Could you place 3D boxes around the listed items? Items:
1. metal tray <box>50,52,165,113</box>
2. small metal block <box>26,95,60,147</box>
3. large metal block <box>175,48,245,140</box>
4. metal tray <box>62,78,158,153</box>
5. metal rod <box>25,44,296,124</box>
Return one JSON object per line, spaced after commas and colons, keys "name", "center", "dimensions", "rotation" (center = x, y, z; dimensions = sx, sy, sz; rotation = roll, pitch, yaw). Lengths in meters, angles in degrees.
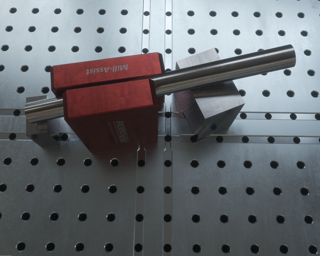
{"name": "metal tray", "center": [-0.060, -0.052, 0.395], "dimensions": [0.131, 0.090, 0.030], "rotation": [-8, 72, -4]}
{"name": "small metal block", "center": [-0.150, -0.008, 0.399], "dimensions": [0.025, 0.050, 0.050], "rotation": [-8, 70, -3]}
{"name": "large metal block", "center": [0.058, -0.040, 0.397], "dimensions": [0.050, 0.080, 0.080], "rotation": [-21, 72, -8]}
{"name": "metal tray", "center": [-0.049, -0.008, 0.358], "dimensions": [0.091, 0.130, 0.030], "rotation": [-9, 71, -4]}
{"name": "metal rod", "center": [-0.004, -0.048, 0.349], "dimensions": [0.302, 0.025, 0.025], "rotation": [-12, 70, 5]}
